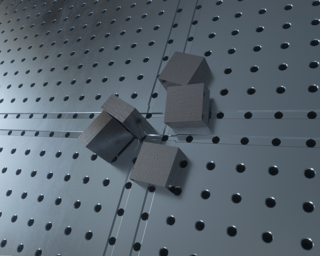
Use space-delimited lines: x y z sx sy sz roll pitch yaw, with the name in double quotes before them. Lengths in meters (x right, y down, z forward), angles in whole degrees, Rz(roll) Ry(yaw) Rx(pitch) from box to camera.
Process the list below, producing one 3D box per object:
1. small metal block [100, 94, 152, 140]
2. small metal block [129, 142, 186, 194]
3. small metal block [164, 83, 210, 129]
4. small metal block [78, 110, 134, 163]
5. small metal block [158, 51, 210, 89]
"small metal block" -0.045 -0.015 0.424 0.050 0.050 0.025 32 80 37
"small metal block" -0.002 0.048 0.379 0.050 0.025 0.050 7 65 31
"small metal block" 0.035 -0.028 0.400 0.050 0.025 0.050 -3 70 26
"small metal block" -0.072 0.012 0.419 0.050 0.050 0.025 -48 46 -4
"small metal block" 0.034 -0.077 0.437 0.050 0.025 0.050 22 73 36
